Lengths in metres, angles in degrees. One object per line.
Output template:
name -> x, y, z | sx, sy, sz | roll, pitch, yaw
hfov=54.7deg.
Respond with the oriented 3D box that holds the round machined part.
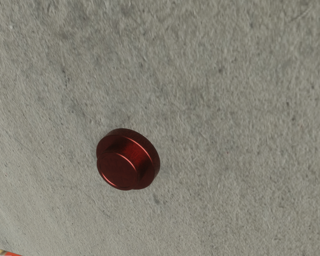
round machined part -> -0.053, 0.053, 0.455 | 0.098, 0.042, 0.097 | 13, 124, 20
